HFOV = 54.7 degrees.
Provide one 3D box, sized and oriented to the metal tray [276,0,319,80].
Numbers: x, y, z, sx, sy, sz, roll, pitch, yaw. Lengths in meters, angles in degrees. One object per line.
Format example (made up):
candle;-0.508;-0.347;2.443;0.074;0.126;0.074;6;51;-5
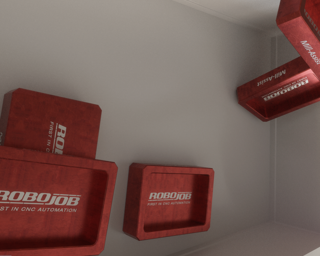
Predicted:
metal tray;0.208;-0.134;0.412;0.130;0.030;0.090;35;62;-30

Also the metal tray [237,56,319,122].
metal tray;0.205;-0.061;0.508;0.090;0.130;0.030;27;51;-37

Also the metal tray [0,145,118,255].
metal tray;-0.106;0.066;0.274;0.131;0.030;0.090;14;81;-39

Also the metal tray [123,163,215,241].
metal tray;0.017;0.095;0.417;0.131;0.030;0.090;9;84;-40

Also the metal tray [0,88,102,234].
metal tray;-0.113;0.033;0.309;0.091;0.030;0.129;11;83;-39
